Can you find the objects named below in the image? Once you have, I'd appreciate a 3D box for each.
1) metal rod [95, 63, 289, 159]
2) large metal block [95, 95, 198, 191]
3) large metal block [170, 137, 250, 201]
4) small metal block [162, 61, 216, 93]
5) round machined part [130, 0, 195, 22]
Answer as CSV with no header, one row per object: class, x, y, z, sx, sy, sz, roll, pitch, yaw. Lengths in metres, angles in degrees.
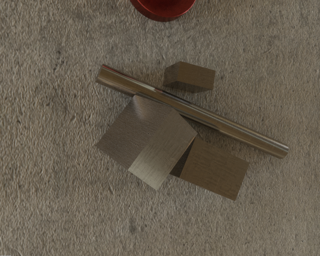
metal rod,0.057,-0.016,0.431,0.302,0.025,0.025,21,83,-19
large metal block,-0.017,0.014,0.365,0.080,0.080,0.050,-54,128,-9
large metal block,0.052,0.049,0.400,0.080,0.080,0.050,25,82,-19
small metal block,0.037,-0.066,0.411,0.050,0.050,0.025,11,87,-20
round machined part,0.007,-0.194,0.403,0.099,0.042,0.097,0,90,-21
